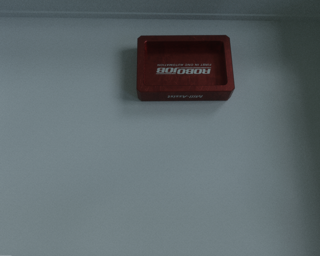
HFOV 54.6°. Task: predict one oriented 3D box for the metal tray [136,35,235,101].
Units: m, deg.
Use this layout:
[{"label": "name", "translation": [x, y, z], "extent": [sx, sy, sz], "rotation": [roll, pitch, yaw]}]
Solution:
[{"label": "metal tray", "translation": [0.034, -0.085, 0.438], "extent": [0.131, 0.030, 0.090], "rotation": [0, 70, 0]}]
